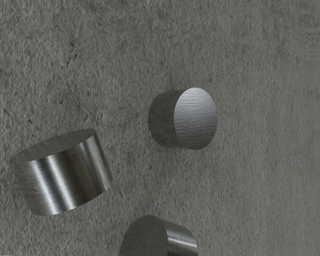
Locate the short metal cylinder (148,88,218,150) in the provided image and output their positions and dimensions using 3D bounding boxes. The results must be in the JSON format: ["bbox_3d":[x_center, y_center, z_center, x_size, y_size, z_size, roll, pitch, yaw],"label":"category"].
[{"bbox_3d":[0.031,-0.012,0.414,0.081,0.050,0.080,0,90,-40],"label":"short metal cylinder"}]

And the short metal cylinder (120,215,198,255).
[{"bbox_3d":[-0.003,0.150,0.367,0.050,0.080,0.080,31,71,-36],"label":"short metal cylinder"}]

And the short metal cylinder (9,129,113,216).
[{"bbox_3d":[-0.091,0.038,0.293,0.081,0.080,0.050,-27,107,-37],"label":"short metal cylinder"}]
